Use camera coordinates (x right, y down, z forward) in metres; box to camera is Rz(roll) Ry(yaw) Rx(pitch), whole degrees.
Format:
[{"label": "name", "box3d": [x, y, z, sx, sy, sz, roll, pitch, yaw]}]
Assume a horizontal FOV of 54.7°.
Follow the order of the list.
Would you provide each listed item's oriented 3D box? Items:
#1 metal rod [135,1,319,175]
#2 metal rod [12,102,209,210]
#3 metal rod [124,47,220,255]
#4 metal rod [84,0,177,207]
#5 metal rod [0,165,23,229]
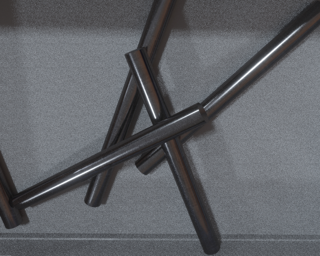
[{"label": "metal rod", "box3d": [0.082, -0.042, 0.397, 0.299, 0.025, 0.025, -42, 105, 13]}, {"label": "metal rod", "box3d": [-0.078, 0.045, 0.393, 0.300, 0.025, 0.025, -26, 109, 22]}, {"label": "metal rod", "box3d": [0.023, 0.043, 0.400, 0.025, 0.025, 0.298, -19, 109, 6]}, {"label": "metal rod", "box3d": [-0.044, -0.024, 0.401, 0.025, 0.025, 0.298, 20, 109, -8]}, {"label": "metal rod", "box3d": [-0.245, 0.005, 0.409, 0.025, 0.025, 0.298, -11, 110, 3]}]
